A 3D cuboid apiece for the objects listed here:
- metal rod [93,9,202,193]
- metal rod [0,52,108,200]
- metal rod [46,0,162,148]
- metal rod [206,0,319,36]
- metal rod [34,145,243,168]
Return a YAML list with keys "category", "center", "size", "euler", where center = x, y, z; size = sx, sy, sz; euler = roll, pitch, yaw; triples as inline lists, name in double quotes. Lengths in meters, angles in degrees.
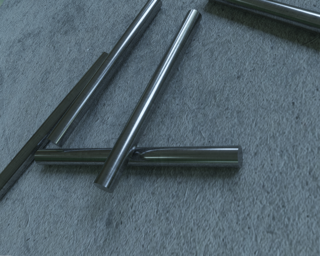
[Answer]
- category: "metal rod"
  center: [-0.006, -0.053, 0.419]
  size: [0.025, 0.025, 0.300]
  euler: [9, 60, 32]
- category: "metal rod"
  center: [-0.175, -0.003, 0.497]
  size: [0.025, 0.025, 0.300]
  euler: [30, 78, 37]
- category: "metal rod"
  center: [-0.080, -0.100, 0.496]
  size: [0.025, 0.025, 0.300]
  euler: [18, 67, 35]
- category: "metal rod"
  center: [0.171, -0.147, 0.404]
  size: [0.025, 0.025, 0.300]
  euler: [-48, 51, -5]
- category: "metal rod"
  center: [-0.047, 0.038, 0.405]
  size: [0.300, 0.025, 0.025]
  euler: [-3, 61, 26]
